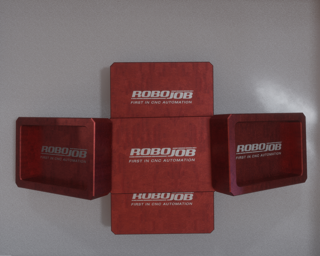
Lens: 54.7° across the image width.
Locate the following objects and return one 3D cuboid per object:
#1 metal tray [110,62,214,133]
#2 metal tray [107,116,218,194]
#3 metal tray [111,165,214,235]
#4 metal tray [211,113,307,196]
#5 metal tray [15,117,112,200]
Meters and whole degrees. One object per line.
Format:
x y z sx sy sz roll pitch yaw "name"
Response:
0.003 -0.039 0.406 0.131 0.030 0.089 0 90 -1 "metal tray"
0.003 0.032 0.377 0.131 0.030 0.089 -1 90 -1 "metal tray"
0.003 0.090 0.406 0.131 0.030 0.089 0 90 -1 "metal tray"
0.124 0.027 0.377 0.131 0.030 0.089 -2 91 -30 "metal tray"
-0.120 0.032 0.376 0.130 0.030 0.089 2 91 29 "metal tray"
